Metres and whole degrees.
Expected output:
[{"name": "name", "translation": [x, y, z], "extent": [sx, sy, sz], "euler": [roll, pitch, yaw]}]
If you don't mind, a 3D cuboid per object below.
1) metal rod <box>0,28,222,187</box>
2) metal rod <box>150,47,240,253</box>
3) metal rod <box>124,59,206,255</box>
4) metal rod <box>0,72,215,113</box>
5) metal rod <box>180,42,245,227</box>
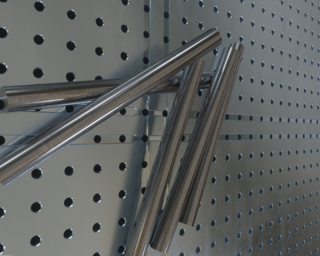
[{"name": "metal rod", "translation": [-0.039, -0.038, 0.345], "extent": [0.302, 0.025, 0.025], "euler": [-36, 113, -24]}, {"name": "metal rod", "translation": [0.052, 0.023, 0.435], "extent": [0.025, 0.025, 0.299], "euler": [29, 78, -37]}, {"name": "metal rod", "translation": [0.003, 0.051, 0.395], "extent": [0.025, 0.025, 0.299], "euler": [24, 81, -38]}, {"name": "metal rod", "translation": [-0.031, -0.051, 0.384], "extent": [0.302, 0.025, 0.025], "euler": [-12, 98, -40]}, {"name": "metal rod", "translation": [0.083, 0.000, 0.481], "extent": [0.025, 0.025, 0.299], "euler": [31, 71, -36]}]
